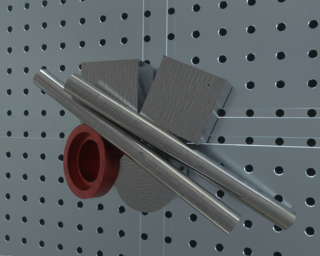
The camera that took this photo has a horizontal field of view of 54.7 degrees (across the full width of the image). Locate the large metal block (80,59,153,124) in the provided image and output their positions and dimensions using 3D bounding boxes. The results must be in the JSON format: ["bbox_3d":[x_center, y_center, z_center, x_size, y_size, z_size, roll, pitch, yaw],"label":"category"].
[{"bbox_3d":[-0.056,-0.045,0.412,0.080,0.050,0.079,1,90,20],"label":"large metal block"}]

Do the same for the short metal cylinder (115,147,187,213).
[{"bbox_3d":[-0.010,0.062,0.398,0.080,0.050,0.079,0,90,20],"label":"short metal cylinder"}]

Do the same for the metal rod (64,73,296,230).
[{"bbox_3d":[0.021,0.026,0.361,0.301,0.025,0.025,32,101,2],"label":"metal rod"}]

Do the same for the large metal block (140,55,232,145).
[{"bbox_3d":[0.032,-0.033,0.383,0.080,0.050,0.080,26,98,18],"label":"large metal block"}]

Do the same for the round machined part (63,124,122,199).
[{"bbox_3d":[-0.086,0.044,0.418,0.098,0.042,0.097,-4,84,43],"label":"round machined part"}]

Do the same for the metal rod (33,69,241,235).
[{"bbox_3d":[-0.038,0.018,0.367,0.300,0.025,0.025,36,102,15],"label":"metal rod"}]
